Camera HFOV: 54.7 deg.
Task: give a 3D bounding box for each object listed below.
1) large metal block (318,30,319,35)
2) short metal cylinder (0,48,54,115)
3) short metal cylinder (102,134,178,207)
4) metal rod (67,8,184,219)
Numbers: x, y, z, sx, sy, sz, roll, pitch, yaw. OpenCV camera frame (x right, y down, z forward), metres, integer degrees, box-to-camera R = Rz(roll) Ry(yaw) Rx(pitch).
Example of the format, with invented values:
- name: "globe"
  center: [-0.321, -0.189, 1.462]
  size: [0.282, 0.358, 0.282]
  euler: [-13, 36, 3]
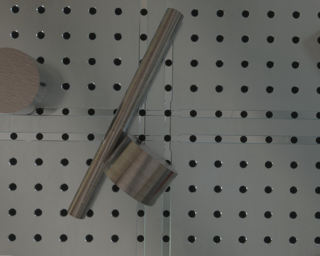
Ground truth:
- name: "large metal block"
  center: [0.274, -0.119, 0.404]
  size: [0.080, 0.050, 0.080]
  euler: [-30, 90, 0]
- name: "short metal cylinder"
  center: [-0.186, -0.058, 0.398]
  size: [0.081, 0.050, 0.079]
  euler: [0, 90, -1]
- name: "short metal cylinder"
  center: [-0.024, 0.052, 0.386]
  size: [0.080, 0.080, 0.050]
  euler: [38, 90, -1]
- name: "metal rod"
  center: [-0.045, -0.019, 0.412]
  size: [0.025, 0.025, 0.299]
  euler: [26, 90, -1]
